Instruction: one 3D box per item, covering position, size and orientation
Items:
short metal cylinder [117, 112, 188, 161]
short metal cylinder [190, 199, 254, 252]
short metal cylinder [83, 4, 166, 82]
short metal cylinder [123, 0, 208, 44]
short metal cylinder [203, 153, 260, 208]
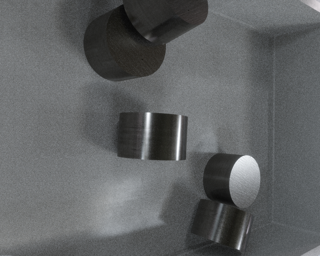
[{"bbox_3d":[-0.008,0.010,0.366,0.081,0.080,0.050,5,87,-40],"label":"short metal cylinder"},{"bbox_3d":[0.090,0.140,0.449,0.080,0.080,0.050,31,71,-36],"label":"short metal cylinder"},{"bbox_3d":[-0.040,-0.096,0.358,0.081,0.050,0.079,-1,91,-40],"label":"short metal cylinder"},{"bbox_3d":[0.007,-0.138,0.334,0.081,0.050,0.080,16,66,-41],"label":"short metal cylinder"},{"bbox_3d":[0.114,0.081,0.489,0.081,0.050,0.079,0,90,-40],"label":"short metal cylinder"}]
